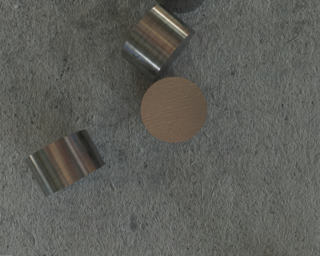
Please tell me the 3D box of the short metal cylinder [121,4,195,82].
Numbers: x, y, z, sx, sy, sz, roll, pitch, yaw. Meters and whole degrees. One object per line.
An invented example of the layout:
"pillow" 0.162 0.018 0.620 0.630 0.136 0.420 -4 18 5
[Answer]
"short metal cylinder" -0.002 -0.103 0.382 0.050 0.080 0.080 39 90 0

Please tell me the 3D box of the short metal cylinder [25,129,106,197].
"short metal cylinder" -0.115 0.042 0.381 0.080 0.080 0.050 -28 90 0

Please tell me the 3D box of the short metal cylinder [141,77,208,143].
"short metal cylinder" 0.017 -0.022 0.397 0.081 0.050 0.080 0 90 0

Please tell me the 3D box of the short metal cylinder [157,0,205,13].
"short metal cylinder" 0.028 -0.196 0.397 0.081 0.050 0.080 0 90 0
